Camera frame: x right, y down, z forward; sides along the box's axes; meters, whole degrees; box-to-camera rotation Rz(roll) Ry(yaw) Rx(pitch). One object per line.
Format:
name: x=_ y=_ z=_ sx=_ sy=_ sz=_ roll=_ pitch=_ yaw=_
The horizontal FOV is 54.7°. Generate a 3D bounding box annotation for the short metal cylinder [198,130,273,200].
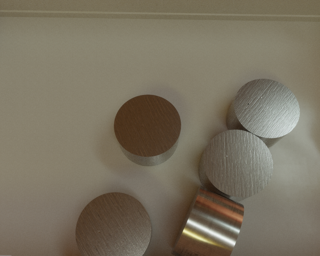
short metal cylinder: x=0.090 y=0.048 z=0.380 sx=0.081 sy=0.050 sz=0.080 roll=0 pitch=70 yaw=0

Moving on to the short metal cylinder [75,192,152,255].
short metal cylinder: x=-0.050 y=0.117 z=0.353 sx=0.081 sy=0.050 sz=0.080 roll=0 pitch=70 yaw=0

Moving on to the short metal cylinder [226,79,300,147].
short metal cylinder: x=0.132 y=-0.017 z=0.404 sx=0.081 sy=0.050 sz=0.080 roll=0 pitch=70 yaw=0

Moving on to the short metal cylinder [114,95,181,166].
short metal cylinder: x=-0.015 y=0.004 z=0.395 sx=0.081 sy=0.050 sz=0.080 roll=0 pitch=70 yaw=0

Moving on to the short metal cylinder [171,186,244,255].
short metal cylinder: x=0.052 y=0.111 z=0.341 sx=0.050 sy=0.080 sz=0.080 roll=24 pitch=72 yaw=8
